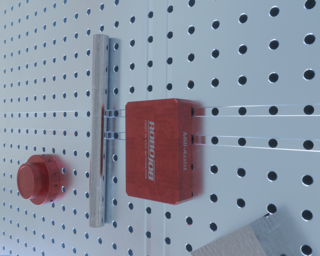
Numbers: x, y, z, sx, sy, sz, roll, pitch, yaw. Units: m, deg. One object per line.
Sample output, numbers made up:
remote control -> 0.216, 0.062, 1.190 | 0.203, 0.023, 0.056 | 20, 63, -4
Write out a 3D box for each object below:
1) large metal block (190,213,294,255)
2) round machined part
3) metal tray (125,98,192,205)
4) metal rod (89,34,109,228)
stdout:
large metal block -> 0.092, 0.145, 0.318 | 0.080, 0.050, 0.080 | -41, 65, 32
round machined part -> -0.239, 0.100, 0.596 | 0.098, 0.042, 0.097 | 0, 90, 40
metal tray -> -0.004, 0.029, 0.409 | 0.090, 0.030, 0.129 | -1, 90, 40
metal rod -> -0.096, 0.005, 0.488 | 0.025, 0.025, 0.298 | 3, 92, 40
